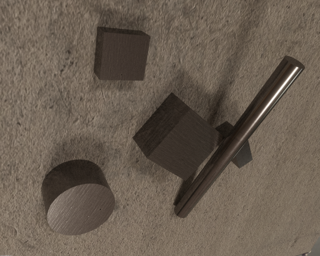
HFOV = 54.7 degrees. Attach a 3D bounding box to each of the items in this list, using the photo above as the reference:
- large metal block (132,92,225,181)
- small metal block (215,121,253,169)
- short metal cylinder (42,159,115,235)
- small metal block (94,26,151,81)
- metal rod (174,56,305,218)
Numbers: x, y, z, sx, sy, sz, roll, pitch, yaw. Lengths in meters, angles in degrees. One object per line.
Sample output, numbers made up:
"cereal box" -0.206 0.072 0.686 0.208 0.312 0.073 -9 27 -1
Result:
"large metal block" 0.025 0.013 0.414 0.080 0.050 0.080 -49 129 6
"small metal block" 0.111 0.025 0.469 0.025 0.050 0.050 -32 129 -8
"short metal cylinder" -0.103 0.087 0.389 0.081 0.050 0.079 -14 125 -21
"small metal block" -0.042 -0.080 0.336 0.050 0.025 0.050 -4 120 -27
"metal rod" 0.091 0.034 0.427 0.025 0.025 0.298 3 134 -30
